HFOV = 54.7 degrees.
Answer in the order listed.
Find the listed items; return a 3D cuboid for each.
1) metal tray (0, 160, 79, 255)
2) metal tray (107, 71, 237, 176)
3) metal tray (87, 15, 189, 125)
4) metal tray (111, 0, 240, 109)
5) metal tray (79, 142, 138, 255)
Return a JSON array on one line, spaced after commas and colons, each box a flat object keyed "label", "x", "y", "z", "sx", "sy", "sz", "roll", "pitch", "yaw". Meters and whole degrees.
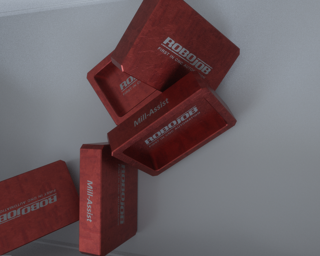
[{"label": "metal tray", "x": -0.181, "y": 0.109, "z": 0.427, "sx": 0.131, "sy": 0.030, "sz": 0.090, "roll": -20, "pitch": 79, "yaw": -23}, {"label": "metal tray", "x": 0.015, "y": 0.001, "z": 0.368, "sx": 0.130, "sy": 0.090, "sz": 0.030, "roll": -35, "pitch": 50, "yaw": 16}, {"label": "metal tray", "x": -0.024, "y": -0.073, "z": 0.415, "sx": 0.130, "sy": 0.030, "sz": 0.090, "roll": -36, "pitch": 79, "yaw": 16}, {"label": "metal tray", "x": 0.022, "y": -0.082, "z": 0.348, "sx": 0.090, "sy": 0.131, "sz": 0.030, "roll": -57, "pitch": 41, "yaw": 11}, {"label": "metal tray", "x": -0.063, "y": 0.083, "z": 0.395, "sx": 0.030, "sy": 0.090, "sz": 0.129, "roll": 1, "pitch": 90, "yaw": 23}]
